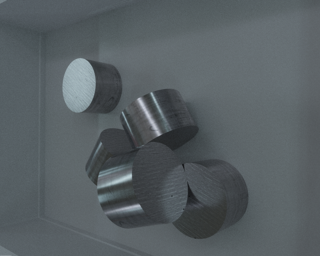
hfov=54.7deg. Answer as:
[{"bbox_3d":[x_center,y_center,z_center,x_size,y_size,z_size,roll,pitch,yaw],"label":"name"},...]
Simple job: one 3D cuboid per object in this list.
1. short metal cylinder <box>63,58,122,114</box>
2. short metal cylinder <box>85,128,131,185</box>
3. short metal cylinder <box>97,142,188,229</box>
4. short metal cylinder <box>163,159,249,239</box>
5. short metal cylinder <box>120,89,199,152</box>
[{"bbox_3d":[-0.104,-0.062,0.474,0.080,0.050,0.079,0,90,39],"label":"short metal cylinder"},{"bbox_3d":[-0.051,0.044,0.411,0.080,0.081,0.050,43,116,31],"label":"short metal cylinder"},{"bbox_3d":[-0.016,0.059,0.318,0.050,0.081,0.080,-22,76,38],"label":"short metal cylinder"},{"bbox_3d":[0.051,0.077,0.347,0.080,0.050,0.079,0,90,39],"label":"short metal cylinder"},{"bbox_3d":[-0.001,-0.003,0.370,0.080,0.081,0.050,-39,67,33],"label":"short metal cylinder"}]
